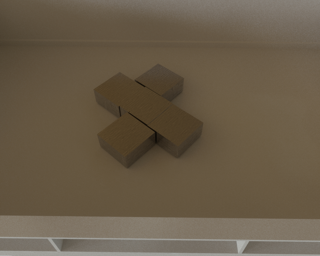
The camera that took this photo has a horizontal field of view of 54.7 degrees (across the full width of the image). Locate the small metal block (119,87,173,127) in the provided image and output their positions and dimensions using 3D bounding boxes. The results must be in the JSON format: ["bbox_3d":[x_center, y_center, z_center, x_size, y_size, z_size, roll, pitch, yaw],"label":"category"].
[{"bbox_3d":[-0.018,-0.023,0.420,0.050,0.025,0.050,34,58,25],"label":"small metal block"}]

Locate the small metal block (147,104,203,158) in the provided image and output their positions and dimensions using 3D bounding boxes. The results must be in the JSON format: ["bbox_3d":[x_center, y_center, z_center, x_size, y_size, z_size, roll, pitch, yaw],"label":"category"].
[{"bbox_3d":[0.020,0.003,0.400,0.050,0.025,0.050,34,58,25],"label":"small metal block"}]

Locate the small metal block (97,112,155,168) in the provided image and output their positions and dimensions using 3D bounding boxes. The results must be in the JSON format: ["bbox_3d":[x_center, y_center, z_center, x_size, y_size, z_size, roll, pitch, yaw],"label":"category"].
[{"bbox_3d":[-0.042,0.014,0.391,0.050,0.025,0.050,35,59,26],"label":"small metal block"}]

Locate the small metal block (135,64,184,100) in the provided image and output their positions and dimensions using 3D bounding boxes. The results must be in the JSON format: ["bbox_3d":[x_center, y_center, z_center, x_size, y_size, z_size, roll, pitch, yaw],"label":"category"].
[{"bbox_3d":[-0.001,-0.063,0.455,0.050,0.025,0.050,34,57,25],"label":"small metal block"}]

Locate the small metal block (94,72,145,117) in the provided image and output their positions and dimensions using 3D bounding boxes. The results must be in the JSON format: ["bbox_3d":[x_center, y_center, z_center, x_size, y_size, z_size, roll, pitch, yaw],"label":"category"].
[{"bbox_3d":[-0.057,-0.047,0.442,0.050,0.025,0.050,34,58,25],"label":"small metal block"}]
